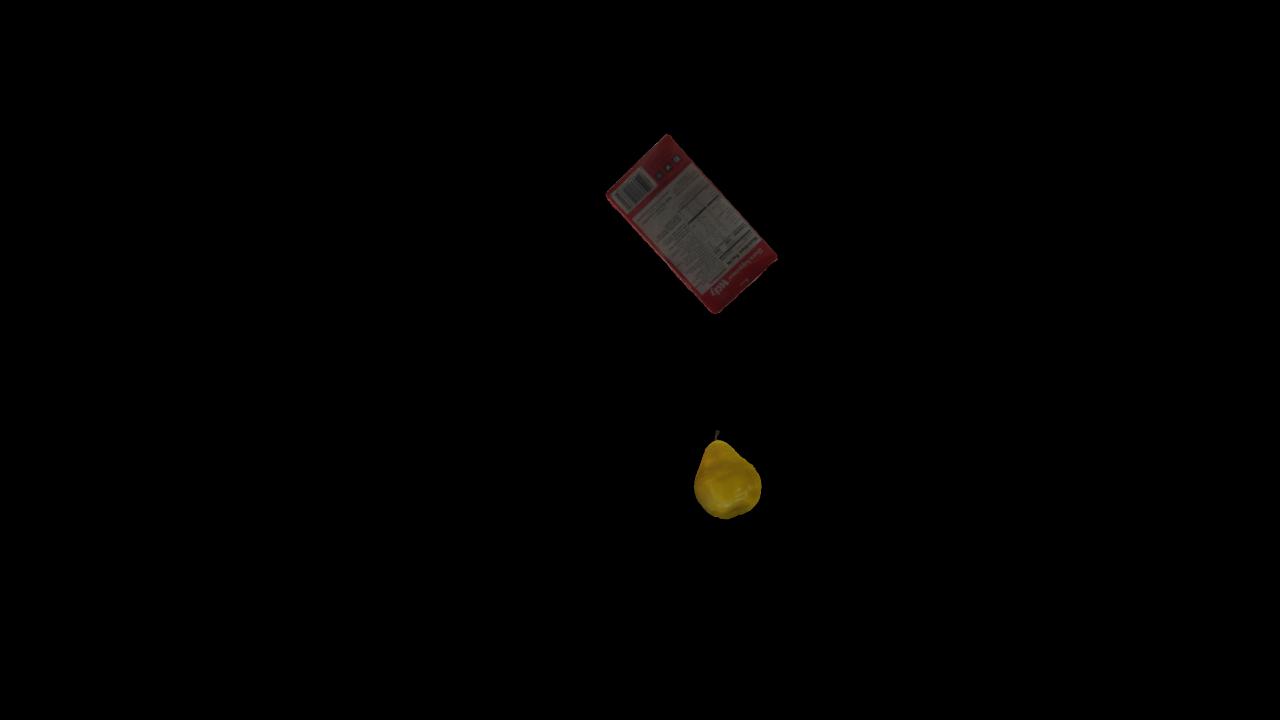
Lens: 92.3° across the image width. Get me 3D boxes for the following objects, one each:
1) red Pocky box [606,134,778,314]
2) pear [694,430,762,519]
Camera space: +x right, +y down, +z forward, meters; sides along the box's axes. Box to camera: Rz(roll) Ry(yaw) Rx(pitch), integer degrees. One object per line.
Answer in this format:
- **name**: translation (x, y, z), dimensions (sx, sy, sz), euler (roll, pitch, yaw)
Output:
- **red Pocky box**: translation (0.048, -0.125, 0.580), dimensions (0.083, 0.155, 0.028), euler (-43, 5, 3)
- **pear**: translation (0.097, 0.134, 0.747), dimensions (0.080, 0.111, 0.080), euler (-15, -36, -11)
